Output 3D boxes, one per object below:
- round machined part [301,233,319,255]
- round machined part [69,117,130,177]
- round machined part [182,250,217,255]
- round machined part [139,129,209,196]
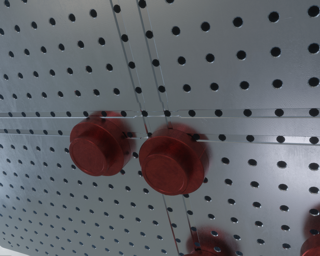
[{"bbox_3d":[0.227,0.163,0.382,0.098,0.042,0.097,13,124,21],"label":"round machined part"},{"bbox_3d":[-0.099,0.035,0.475,0.098,0.042,0.097,13,124,21],"label":"round machined part"},{"bbox_3d":[0.073,0.243,0.512,0.098,0.042,0.097,13,124,21],"label":"round machined part"},{"bbox_3d":[0.014,0.054,0.427,0.098,0.042,0.097,13,124,21],"label":"round machined part"}]
